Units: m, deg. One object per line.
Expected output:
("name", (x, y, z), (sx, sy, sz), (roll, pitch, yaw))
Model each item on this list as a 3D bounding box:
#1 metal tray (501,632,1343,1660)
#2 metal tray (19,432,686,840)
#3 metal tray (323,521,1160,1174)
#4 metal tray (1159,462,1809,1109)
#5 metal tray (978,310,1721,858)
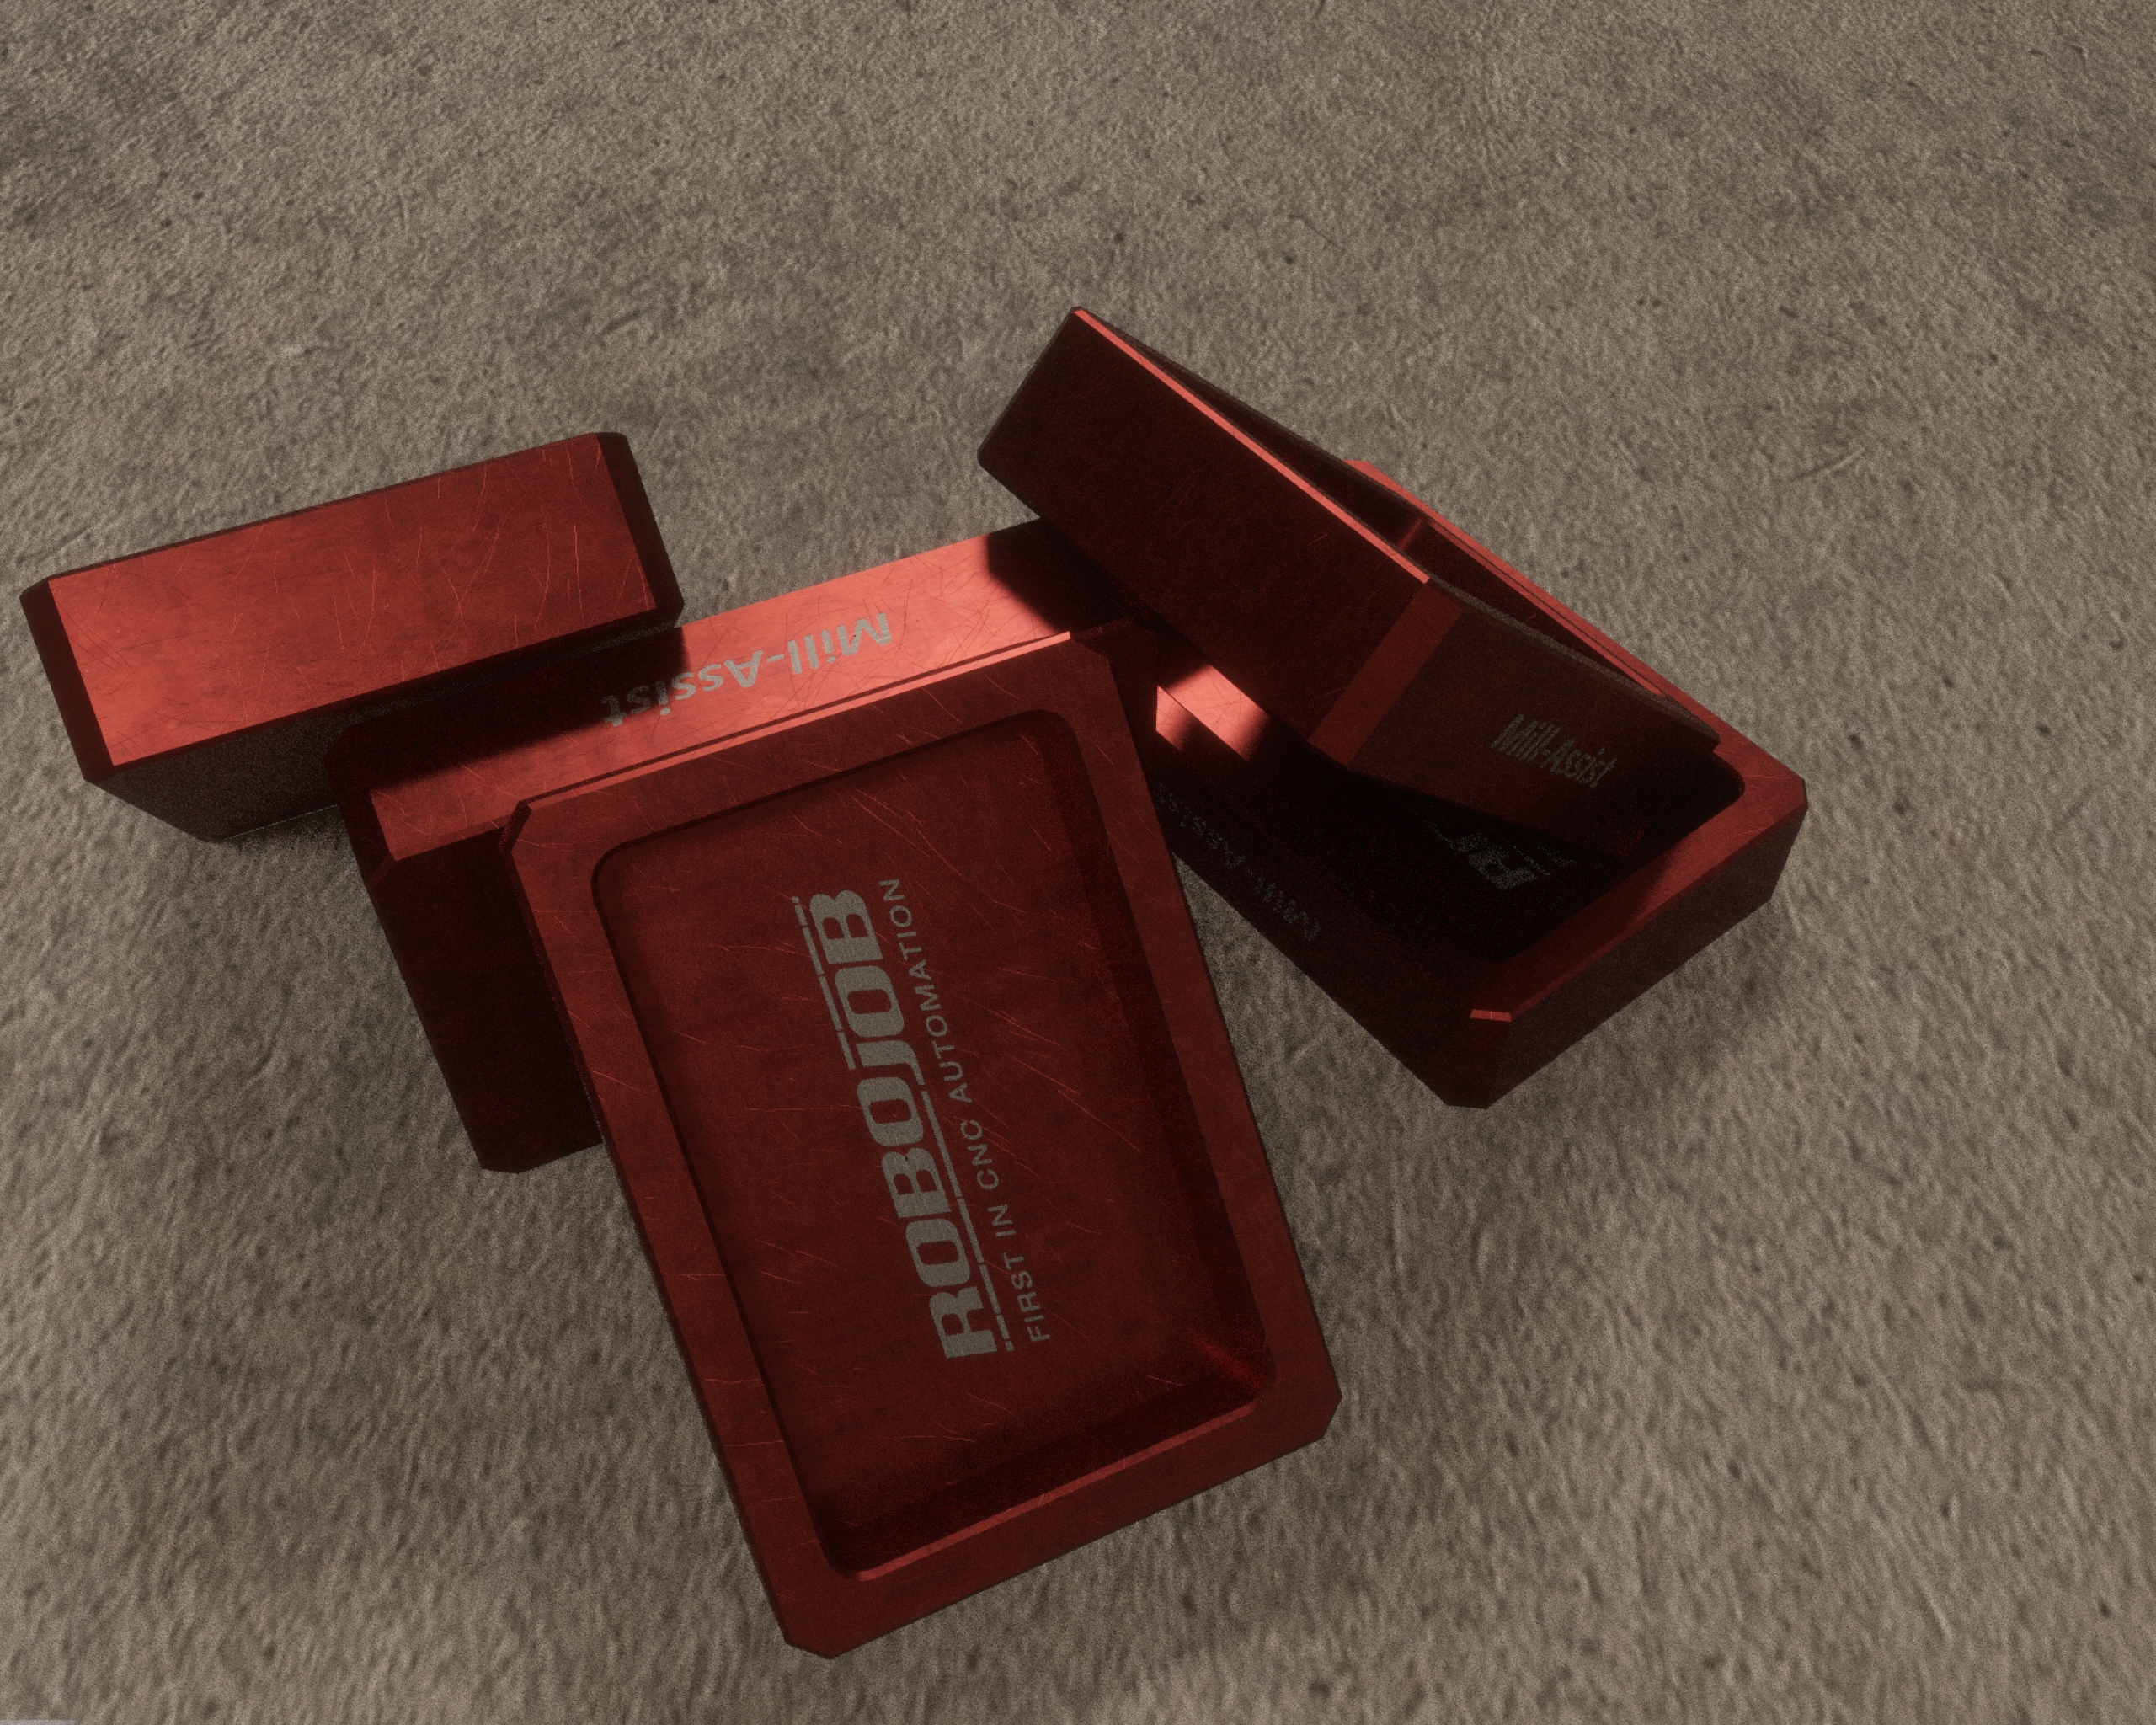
("metal tray", (-0.022, 0.040, 0.314), (0.091, 0.030, 0.129), (-20, 98, -16))
("metal tray", (-0.123, -0.036, 0.372), (0.091, 0.130, 0.030), (-19, 92, -16))
("metal tray", (-0.052, -0.002, 0.363), (0.131, 0.089, 0.030), (-20, 53, -16))
("metal tray", (0.066, -0.022, 0.420), (0.091, 0.030, 0.130), (-31, 57, -24))
("metal tray", (0.053, -0.046, 0.371), (0.090, 0.030, 0.131), (45, 18, 30))
